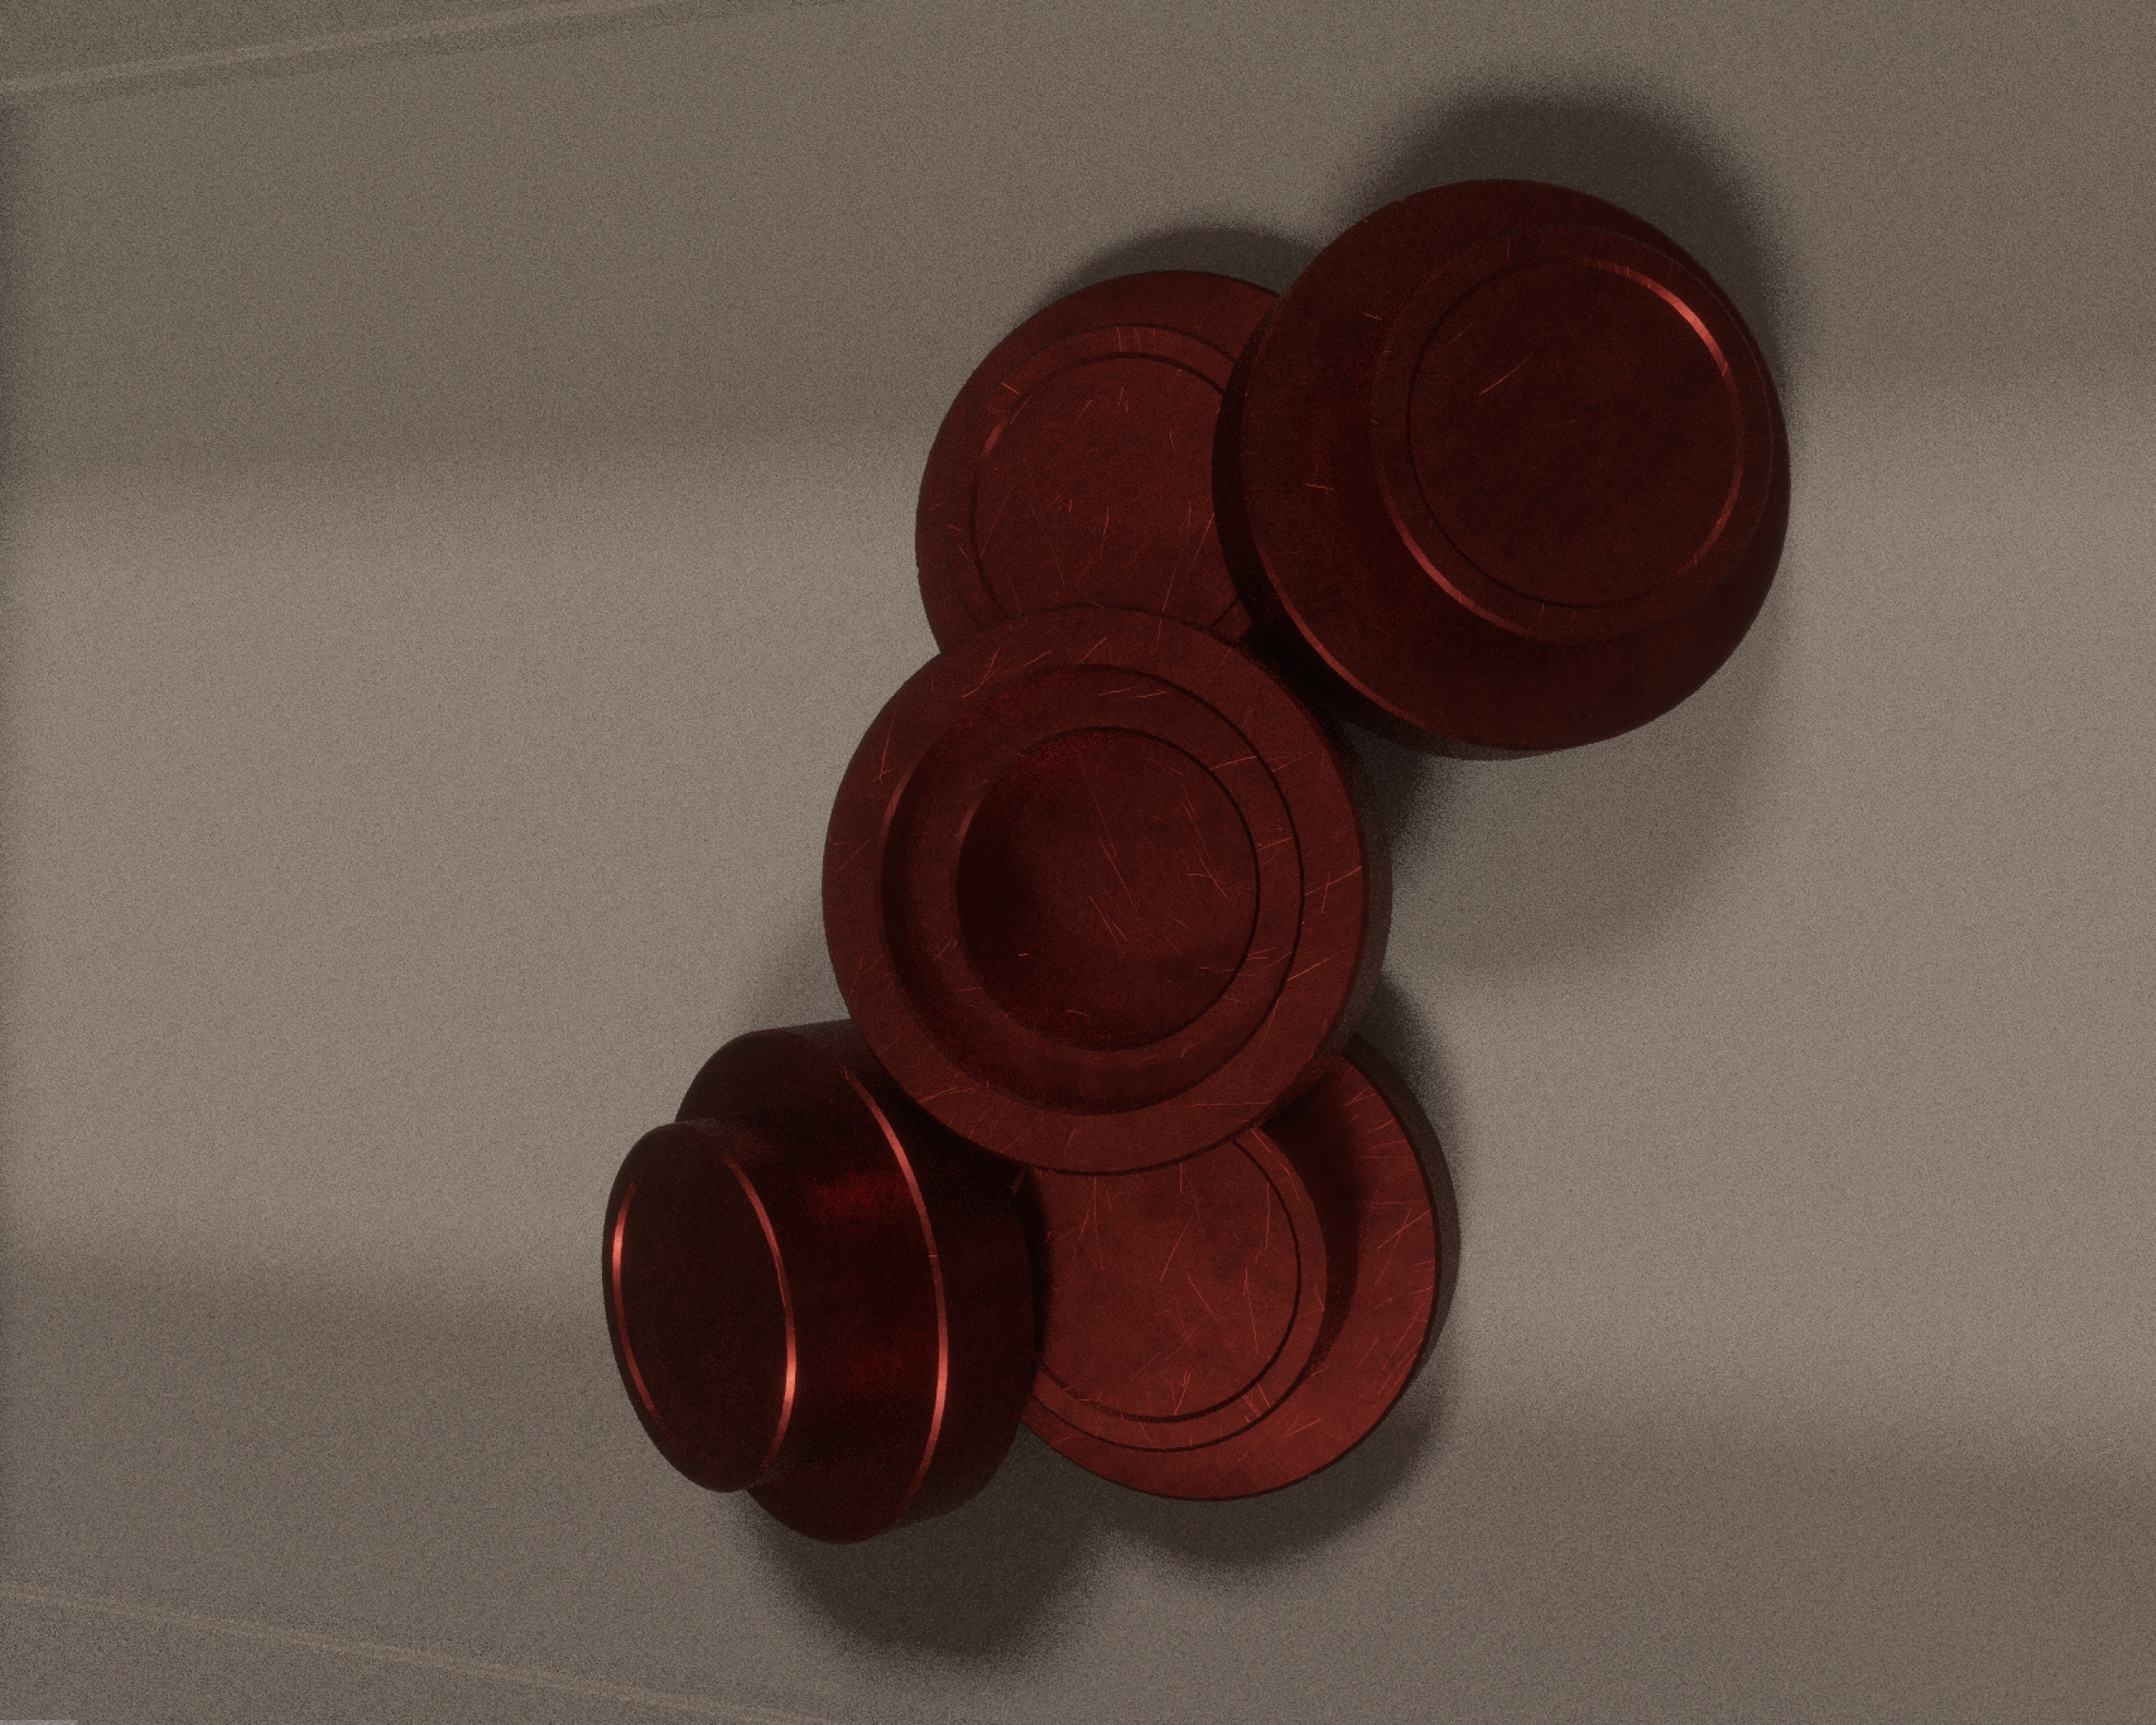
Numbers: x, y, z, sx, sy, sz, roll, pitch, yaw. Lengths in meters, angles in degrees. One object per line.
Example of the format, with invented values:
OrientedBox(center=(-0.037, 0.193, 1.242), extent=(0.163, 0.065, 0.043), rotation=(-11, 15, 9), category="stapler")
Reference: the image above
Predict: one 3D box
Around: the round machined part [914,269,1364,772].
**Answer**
OrientedBox(center=(0.014, -0.063, 0.394), extent=(0.098, 0.042, 0.097), rotation=(0, 90, 19), category="round machined part")

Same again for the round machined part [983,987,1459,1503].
OrientedBox(center=(0.019, 0.072, 0.392), extent=(0.098, 0.042, 0.097), rotation=(0, 90, 19), category="round machined part")

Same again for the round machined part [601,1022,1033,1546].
OrientedBox(center=(-0.056, 0.081, 0.396), extent=(0.098, 0.042, 0.097), rotation=(6, 98, 49), category="round machined part")

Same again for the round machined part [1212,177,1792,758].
OrientedBox(center=(0.075, -0.067, 0.350), extent=(0.099, 0.042, 0.097), rotation=(0, 87, -11), category="round machined part")

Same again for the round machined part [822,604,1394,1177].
OrientedBox(center=(0.008, 0.005, 0.373), extent=(0.098, 0.042, 0.097), rotation=(0, 90, 19), category="round machined part")
